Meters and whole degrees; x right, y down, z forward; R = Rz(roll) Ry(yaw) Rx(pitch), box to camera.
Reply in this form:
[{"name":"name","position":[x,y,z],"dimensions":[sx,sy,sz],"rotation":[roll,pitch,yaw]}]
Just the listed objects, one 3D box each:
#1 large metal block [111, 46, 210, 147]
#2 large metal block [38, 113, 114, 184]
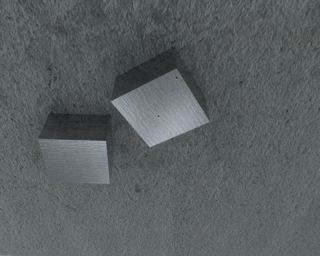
[{"name":"large metal block","position":[0.002,-0.034,0.362],"dimensions":[0.080,0.050,0.080],"rotation":[-24,126,19]},{"name":"large metal block","position":[-0.107,0.028,0.414],"dimensions":[0.081,0.050,0.079],"rotation":[2,130,-2]}]
